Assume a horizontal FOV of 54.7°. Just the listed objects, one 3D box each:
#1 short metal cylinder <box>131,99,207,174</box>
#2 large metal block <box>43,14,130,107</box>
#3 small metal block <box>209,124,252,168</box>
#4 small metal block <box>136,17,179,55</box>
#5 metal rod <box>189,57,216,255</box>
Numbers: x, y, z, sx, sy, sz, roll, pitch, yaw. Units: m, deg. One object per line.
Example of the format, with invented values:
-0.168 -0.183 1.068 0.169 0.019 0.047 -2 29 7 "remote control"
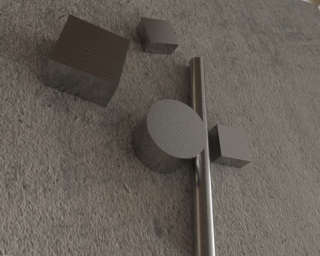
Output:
0.011 0.011 0.388 0.081 0.050 0.080 14 56 -21 "short metal cylinder"
-0.091 -0.084 0.391 0.080 0.050 0.080 20 54 -17 "large metal block"
0.099 0.026 0.443 0.050 0.025 0.050 12 57 -22 "small metal block"
-0.005 -0.145 0.492 0.050 0.025 0.050 -4 64 -30 "small metal block"
0.055 0.020 0.422 0.025 0.025 0.299 16 55 -20 "metal rod"
